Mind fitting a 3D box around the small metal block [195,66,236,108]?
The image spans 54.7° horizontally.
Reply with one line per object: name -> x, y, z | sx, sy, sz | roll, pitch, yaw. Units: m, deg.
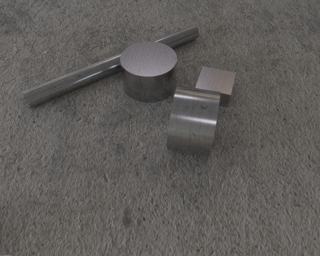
small metal block -> 0.081, -0.061, 0.455 | 0.050, 0.025, 0.050 | 13, 51, 11

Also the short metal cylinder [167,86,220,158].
short metal cylinder -> 0.041, -0.008, 0.374 | 0.050, 0.080, 0.080 | 9, 51, 8

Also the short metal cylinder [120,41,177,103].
short metal cylinder -> -0.016, -0.083, 0.457 | 0.081, 0.050, 0.080 | 0, 50, 0

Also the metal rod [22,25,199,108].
metal rod -> -0.063, -0.105, 0.490 | 0.302, 0.025, 0.025 | -28, 56, -22
